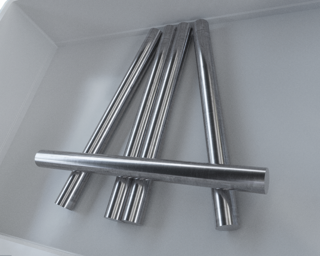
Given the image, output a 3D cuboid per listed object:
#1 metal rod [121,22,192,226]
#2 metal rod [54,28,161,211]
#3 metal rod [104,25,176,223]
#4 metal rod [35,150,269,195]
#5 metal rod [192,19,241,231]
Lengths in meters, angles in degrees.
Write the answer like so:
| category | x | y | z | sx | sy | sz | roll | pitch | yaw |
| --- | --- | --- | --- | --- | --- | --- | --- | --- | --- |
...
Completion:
| category | x | y | z | sx | sy | sz | roll | pitch | yaw |
| --- | --- | --- | --- | --- | --- | --- | --- | --- | --- |
| metal rod | 0.003 | -0.023 | 0.417 | 0.025 | 0.025 | 0.300 | 1 | 62 | 29 |
| metal rod | -0.066 | -0.025 | 0.454 | 0.025 | 0.025 | 0.300 | 13 | 68 | 33 |
| metal rod | -0.018 | -0.023 | 0.428 | 0.025 | 0.025 | 0.300 | 1 | 62 | 29 |
| metal rod | -0.032 | 0.046 | 0.360 | 0.300 | 0.025 | 0.025 | 1 | 63 | 29 |
| metal rod | 0.064 | -0.027 | 0.387 | 0.025 | 0.025 | 0.299 | -15 | 56 | 20 |
